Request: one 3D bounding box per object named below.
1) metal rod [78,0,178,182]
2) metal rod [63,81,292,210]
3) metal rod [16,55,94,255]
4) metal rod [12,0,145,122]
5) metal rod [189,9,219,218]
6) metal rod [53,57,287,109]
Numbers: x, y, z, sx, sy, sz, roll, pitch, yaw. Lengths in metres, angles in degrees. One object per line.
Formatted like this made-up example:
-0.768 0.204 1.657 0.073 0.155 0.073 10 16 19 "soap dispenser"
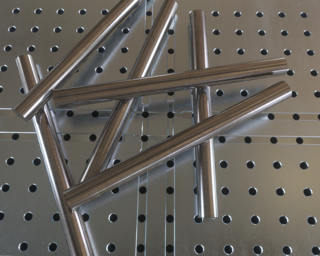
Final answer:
-0.036 -0.059 0.433 0.025 0.025 0.300 20 71 7 "metal rod"
0.028 0.017 0.378 0.301 0.025 0.025 -27 72 -8 "metal rod"
-0.138 0.033 0.399 0.025 0.025 0.299 -21 71 -7 "metal rod"
-0.092 -0.128 0.443 0.025 0.025 0.301 32 67 11 "metal rod"
0.058 -0.033 0.423 0.025 0.025 0.299 0 70 0 "metal rod"
0.016 -0.060 0.405 0.302 0.025 0.025 -9 70 -4 "metal rod"
